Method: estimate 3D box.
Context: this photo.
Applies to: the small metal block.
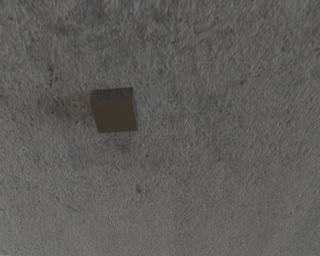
[{"bbox_3d":[-0.056,-0.022,0.388,0.050,0.025,0.050,-4,130,3],"label":"small metal block"}]
